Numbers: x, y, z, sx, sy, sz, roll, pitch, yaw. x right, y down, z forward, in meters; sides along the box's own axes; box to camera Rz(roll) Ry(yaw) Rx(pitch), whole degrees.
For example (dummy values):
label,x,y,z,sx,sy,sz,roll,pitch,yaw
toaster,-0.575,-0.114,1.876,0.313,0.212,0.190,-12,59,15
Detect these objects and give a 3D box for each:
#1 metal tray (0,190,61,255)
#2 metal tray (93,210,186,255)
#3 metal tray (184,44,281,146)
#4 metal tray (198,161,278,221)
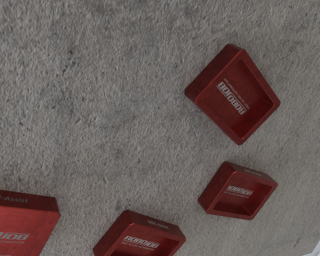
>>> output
label,x,y,z,sx,sy,sz,roll,pitch,yaw
metal tray,-0.199,0.118,0.368,0.131,0.030,0.090,19,108,-36
metal tray,-0.030,0.190,0.504,0.131,0.030,0.090,31,101,-38
metal tray,0.106,-0.042,0.435,0.090,0.030,0.130,-47,129,5
metal tray,0.141,0.115,0.551,0.131,0.030,0.090,19,108,-36
